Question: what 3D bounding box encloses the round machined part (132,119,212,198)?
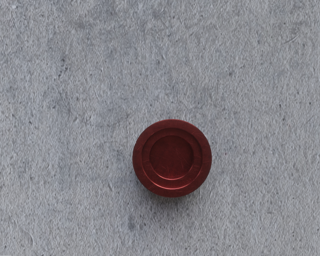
[{"bbox_3d":[0.015,0.037,0.403,0.099,0.042,0.097,0,90,-1],"label":"round machined part"}]
